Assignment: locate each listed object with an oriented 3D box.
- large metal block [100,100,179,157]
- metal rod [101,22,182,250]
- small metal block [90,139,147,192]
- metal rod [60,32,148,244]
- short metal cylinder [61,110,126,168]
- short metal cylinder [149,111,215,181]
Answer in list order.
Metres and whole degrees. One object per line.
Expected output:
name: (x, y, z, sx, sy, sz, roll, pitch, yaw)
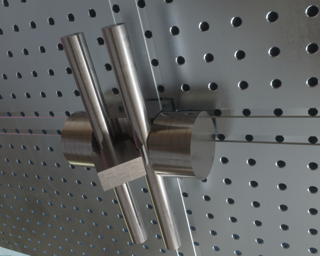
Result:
large metal block: (-0.024, 0.011, 0.409, 0.080, 0.050, 0.080, 1, 119, 27)
metal rod: (-0.014, 0.030, 0.368, 0.025, 0.025, 0.298, 1, 119, 28)
small metal block: (-0.049, 0.042, 0.361, 0.050, 0.050, 0.025, -135, 28, -61)
metal rod: (-0.062, 0.031, 0.395, 0.025, 0.025, 0.298, 1, 119, 28)
short metal cylinder: (-0.088, 0.015, 0.427, 0.050, 0.080, 0.080, 1, 119, 27)
short metal cylinder: (0.029, 0.020, 0.367, 0.050, 0.080, 0.080, 1, 119, 29)
